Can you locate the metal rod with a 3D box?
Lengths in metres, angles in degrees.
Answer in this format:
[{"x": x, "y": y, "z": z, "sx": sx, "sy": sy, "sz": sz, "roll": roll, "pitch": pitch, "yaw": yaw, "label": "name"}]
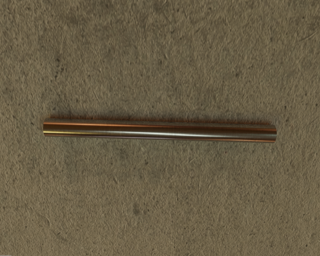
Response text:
[{"x": 0.001, "y": 0.004, "z": 0.412, "sx": 0.302, "sy": 0.025, "sz": 0.025, "roll": 2, "pitch": 110, "yaw": -1, "label": "metal rod"}]
